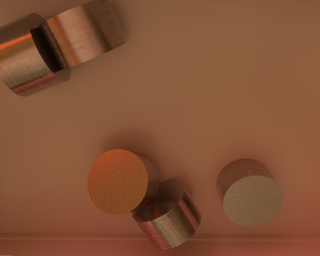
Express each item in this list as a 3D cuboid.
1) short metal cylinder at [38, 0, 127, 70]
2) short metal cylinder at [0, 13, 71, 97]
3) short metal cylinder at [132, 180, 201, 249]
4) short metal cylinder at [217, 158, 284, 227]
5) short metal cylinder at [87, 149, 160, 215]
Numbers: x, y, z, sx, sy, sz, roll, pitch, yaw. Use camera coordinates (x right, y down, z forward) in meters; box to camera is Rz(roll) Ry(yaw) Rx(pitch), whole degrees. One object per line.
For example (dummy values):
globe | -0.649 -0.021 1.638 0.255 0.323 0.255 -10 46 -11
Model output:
short metal cylinder | -0.084 -0.103 0.343 0.080 0.080 0.050 -21 109 7
short metal cylinder | -0.145 -0.081 0.350 0.050 0.080 0.080 -21 109 7
short metal cylinder | 0.009 0.117 0.425 0.080 0.080 0.050 -28 108 9
short metal cylinder | 0.123 0.089 0.433 0.081 0.050 0.079 0 110 -1
short metal cylinder | -0.046 0.070 0.404 0.080 0.050 0.080 -3 79 15
